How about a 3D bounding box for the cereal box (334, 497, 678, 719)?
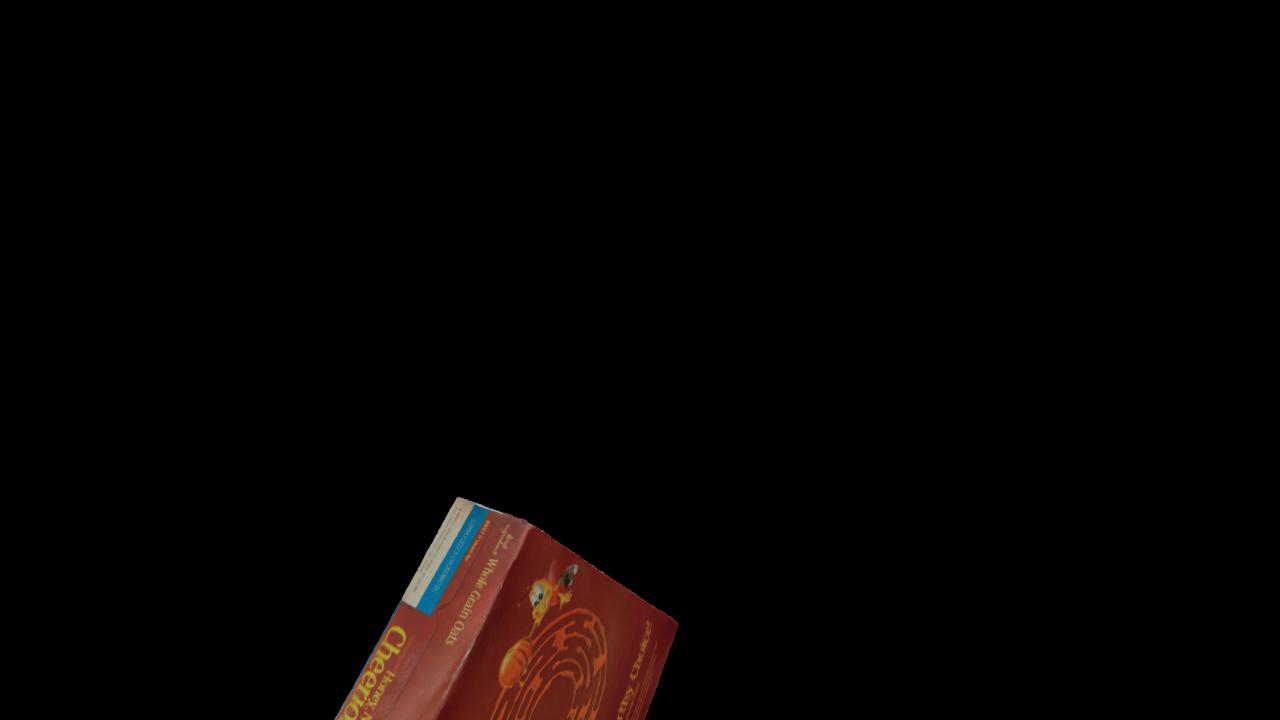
[{"bbox_3d":[-0.082,0.258,0.476,0.081,0.203,0.306,9,-27,31],"label":"cereal box"}]
